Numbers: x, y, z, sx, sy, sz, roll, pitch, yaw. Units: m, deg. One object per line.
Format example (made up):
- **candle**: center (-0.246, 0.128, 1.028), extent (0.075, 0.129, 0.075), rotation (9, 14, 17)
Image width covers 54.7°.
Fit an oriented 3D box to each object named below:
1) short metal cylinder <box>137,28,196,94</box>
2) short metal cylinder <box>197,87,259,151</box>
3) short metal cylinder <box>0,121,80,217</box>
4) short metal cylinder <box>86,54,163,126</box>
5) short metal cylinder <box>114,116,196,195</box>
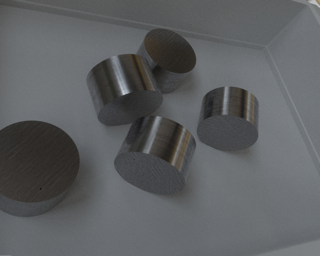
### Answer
- **short metal cylinder**: center (0.005, -0.097, 0.451), extent (0.081, 0.050, 0.080), rotation (14, 56, -21)
- **short metal cylinder**: center (0.094, -0.011, 0.428), extent (0.080, 0.080, 0.050), rotation (25, 53, -13)
- **short metal cylinder**: center (-0.124, 0.040, 0.299), extent (0.081, 0.050, 0.080), rotation (14, 56, -21)
- **short metal cylinder**: center (-0.043, -0.044, 0.374), extent (0.081, 0.080, 0.050), rotation (-8, 66, -32)
- **short metal cylinder**: center (-0.004, 0.032, 0.348), extent (0.080, 0.080, 0.050), rotation (29, 52, -10)
